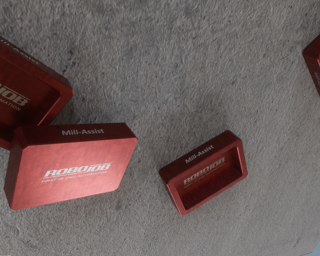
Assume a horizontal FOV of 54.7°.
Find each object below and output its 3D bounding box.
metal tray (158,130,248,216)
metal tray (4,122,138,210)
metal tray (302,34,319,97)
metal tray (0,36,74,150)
[{"bbox_3d":[0.072,0.071,0.486,0.131,0.030,0.090,-29,128,-10],"label":"metal tray"},{"bbox_3d":[-0.098,0.040,0.351,0.131,0.030,0.089,-3,129,-40],"label":"metal tray"},{"bbox_3d":[0.288,-0.105,0.495,0.090,0.030,0.130,-45,129,3],"label":"metal tray"},{"bbox_3d":[-0.162,-0.039,0.290,0.130,0.030,0.090,34,99,-39],"label":"metal tray"}]
